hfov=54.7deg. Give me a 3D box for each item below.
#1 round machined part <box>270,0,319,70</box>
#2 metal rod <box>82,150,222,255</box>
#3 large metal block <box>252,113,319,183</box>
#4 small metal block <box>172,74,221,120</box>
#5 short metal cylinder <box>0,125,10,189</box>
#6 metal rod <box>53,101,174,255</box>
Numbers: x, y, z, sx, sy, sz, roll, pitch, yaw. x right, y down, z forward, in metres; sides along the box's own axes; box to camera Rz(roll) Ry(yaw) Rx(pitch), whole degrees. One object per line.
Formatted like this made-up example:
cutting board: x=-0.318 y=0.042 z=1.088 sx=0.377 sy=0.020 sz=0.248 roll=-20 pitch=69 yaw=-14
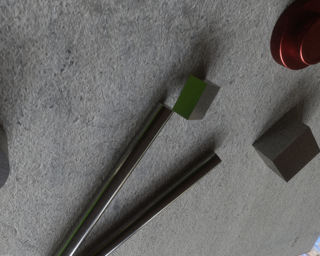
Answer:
round machined part: x=0.208 y=-0.127 z=0.433 sx=0.099 sy=0.042 sz=0.097 roll=-14 pitch=125 yaw=-21
metal rod: x=-0.028 y=0.138 z=0.478 sx=0.301 sy=0.025 sz=0.025 roll=-39 pitch=130 yaw=-2
large metal block: x=0.219 y=0.035 z=0.535 sx=0.080 sy=0.050 sz=0.080 roll=-44 pitch=130 yaw=2
small metal block: x=0.047 y=-0.038 z=0.397 sx=0.050 sy=0.025 sz=0.050 roll=-5 pitch=126 yaw=-61
short metal cylinder: x=-0.193 y=0.028 z=0.303 sx=0.081 sy=0.050 sz=0.079 roll=-14 pitch=125 yaw=-21
metal rod: x=-0.076 y=0.092 z=0.423 sx=0.025 sy=0.025 sz=0.299 roll=26 pitch=104 yaw=-38
